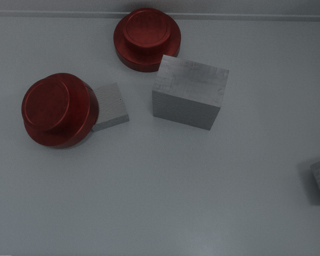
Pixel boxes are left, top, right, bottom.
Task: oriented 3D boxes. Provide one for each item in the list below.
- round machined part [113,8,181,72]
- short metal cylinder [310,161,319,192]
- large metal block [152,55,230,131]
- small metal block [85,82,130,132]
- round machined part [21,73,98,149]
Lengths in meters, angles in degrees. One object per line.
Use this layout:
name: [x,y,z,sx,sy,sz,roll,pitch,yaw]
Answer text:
round machined part: [-0.019,-0.134,0.449,0.099,0.042,0.098,0,70,0]
short metal cylinder: [0.227,0.057,0.362,0.081,0.080,0.050,-12,71,-5]
large metal block: [0.036,-0.042,0.396,0.080,0.080,0.050,14,71,5]
small metal block: [-0.074,-0.028,0.419,0.050,0.025,0.050,-18,71,-7]
round machined part: [-0.133,-0.025,0.393,0.098,0.042,0.098,-4,76,17]
